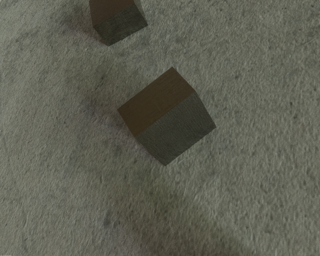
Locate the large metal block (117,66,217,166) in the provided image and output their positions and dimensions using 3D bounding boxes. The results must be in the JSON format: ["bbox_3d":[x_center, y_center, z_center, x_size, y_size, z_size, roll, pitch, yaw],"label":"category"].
[{"bbox_3d":[0.010,-0.011,0.369,0.080,0.080,0.050,-38,51,2],"label":"large metal block"}]

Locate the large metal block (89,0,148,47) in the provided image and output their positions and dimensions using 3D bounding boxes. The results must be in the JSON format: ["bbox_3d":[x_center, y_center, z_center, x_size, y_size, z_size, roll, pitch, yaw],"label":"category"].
[{"bbox_3d":[-0.075,-0.205,0.551,0.080,0.050,0.080,-25,53,12],"label":"large metal block"}]
